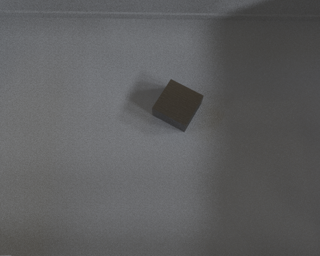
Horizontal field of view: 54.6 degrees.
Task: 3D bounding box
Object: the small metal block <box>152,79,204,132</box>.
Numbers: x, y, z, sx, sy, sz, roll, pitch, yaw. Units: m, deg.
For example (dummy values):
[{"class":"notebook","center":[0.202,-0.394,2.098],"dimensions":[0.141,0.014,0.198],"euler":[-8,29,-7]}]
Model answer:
[{"class":"small metal block","center":[0.024,-0.030,0.421],"dimensions":[0.050,0.025,0.050],"euler":[29,72,10]}]
